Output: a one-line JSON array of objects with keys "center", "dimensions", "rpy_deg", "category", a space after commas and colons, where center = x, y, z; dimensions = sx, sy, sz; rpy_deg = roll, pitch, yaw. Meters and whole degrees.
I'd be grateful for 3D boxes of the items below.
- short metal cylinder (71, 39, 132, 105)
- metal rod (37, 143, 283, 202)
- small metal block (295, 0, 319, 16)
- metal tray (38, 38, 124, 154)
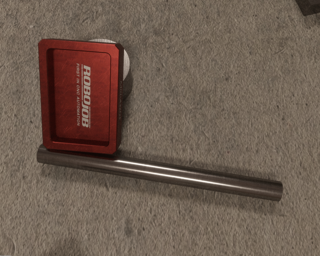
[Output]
[{"center": [-0.079, -0.073, 0.420], "dimensions": [0.081, 0.050, 0.080], "rpy_deg": [0, 70, -1], "category": "short metal cylinder"}, {"center": [-0.002, 0.055, 0.387], "dimensions": [0.302, 0.025, 0.025], "rpy_deg": [9, 70, 2], "category": "metal rod"}, {"center": [0.245, -0.209, 0.488], "dimensions": [0.050, 0.025, 0.050], "rpy_deg": [-14, 71, -6], "category": "small metal block"}, {"center": [-0.092, -0.037, 0.370], "dimensions": [0.091, 0.030, 0.129], "rpy_deg": [5, 108, 2], "category": "metal tray"}]
